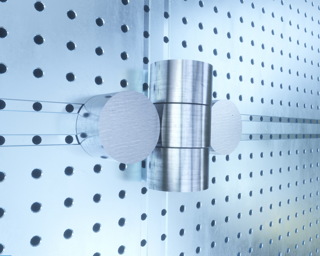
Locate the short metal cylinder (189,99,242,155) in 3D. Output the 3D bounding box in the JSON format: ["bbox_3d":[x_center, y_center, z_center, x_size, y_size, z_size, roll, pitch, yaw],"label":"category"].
[{"bbox_3d":[0.077,-0.001,0.459,0.081,0.050,0.079,0,90,-40],"label":"short metal cylinder"}]

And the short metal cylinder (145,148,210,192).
[{"bbox_3d":[0.022,0.049,0.393,0.081,0.080,0.050,2,89,-40],"label":"short metal cylinder"}]

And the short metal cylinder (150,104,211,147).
[{"bbox_3d":[0.025,-0.002,0.395,0.081,0.080,0.050,2,89,-40],"label":"short metal cylinder"}]

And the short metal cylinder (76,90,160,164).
[{"bbox_3d":[-0.047,-0.001,0.354,0.081,0.050,0.079,0,90,-40],"label":"short metal cylinder"}]

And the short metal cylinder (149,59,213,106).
[{"bbox_3d":[0.027,-0.053,0.397,0.081,0.080,0.050,3,88,-40],"label":"short metal cylinder"}]
